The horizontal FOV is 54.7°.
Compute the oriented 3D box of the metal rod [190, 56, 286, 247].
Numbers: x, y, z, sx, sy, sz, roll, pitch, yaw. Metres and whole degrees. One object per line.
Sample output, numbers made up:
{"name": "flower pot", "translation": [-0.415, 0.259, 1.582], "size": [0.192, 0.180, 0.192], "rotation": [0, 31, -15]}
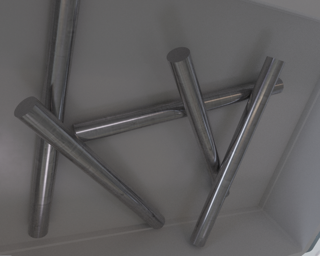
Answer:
{"name": "metal rod", "translation": [0.106, 0.045, 0.449], "size": [0.025, 0.025, 0.298], "rotation": [9, 109, -32]}

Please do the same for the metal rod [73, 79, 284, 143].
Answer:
{"name": "metal rod", "translation": [0.039, -0.028, 0.412], "size": [0.302, 0.025, 0.025], "rotation": [-15, 125, -20]}

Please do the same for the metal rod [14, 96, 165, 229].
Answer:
{"name": "metal rod", "translation": [-0.064, 0.066, 0.394], "size": [0.025, 0.025, 0.300], "rotation": [-38, 135, -3]}

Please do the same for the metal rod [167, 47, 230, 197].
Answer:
{"name": "metal rod", "translation": [0.064, 0.017, 0.428], "size": [0.025, 0.025, 0.299], "rotation": [-33, 137, -7]}

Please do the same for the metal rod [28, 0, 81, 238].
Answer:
{"name": "metal rod", "translation": [-0.122, 0.004, 0.344], "size": [0.025, 0.025, 0.298], "rotation": [2, 118, -29]}
